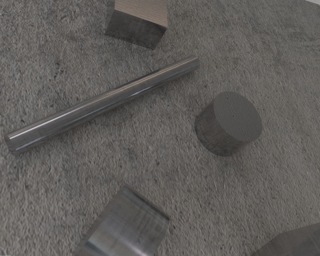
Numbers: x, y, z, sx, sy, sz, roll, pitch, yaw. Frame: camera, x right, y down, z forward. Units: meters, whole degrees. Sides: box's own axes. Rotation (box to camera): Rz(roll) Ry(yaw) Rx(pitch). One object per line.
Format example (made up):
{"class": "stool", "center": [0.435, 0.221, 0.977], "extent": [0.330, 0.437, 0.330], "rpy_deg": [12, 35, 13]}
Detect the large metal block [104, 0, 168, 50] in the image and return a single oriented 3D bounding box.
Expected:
{"class": "large metal block", "center": [-0.037, -0.177, 0.476], "extent": [0.081, 0.050, 0.080], "rpy_deg": [12, 57, -22]}

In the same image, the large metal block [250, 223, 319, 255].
{"class": "large metal block", "center": [0.159, 0.155, 0.359], "extent": [0.081, 0.080, 0.050], "rpy_deg": [-17, 71, -35]}

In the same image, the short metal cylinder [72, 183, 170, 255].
{"class": "short metal cylinder", "center": [-0.036, 0.099, 0.289], "extent": [0.050, 0.080, 0.080], "rpy_deg": [38, 51, -3]}

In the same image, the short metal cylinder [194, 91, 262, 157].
{"class": "short metal cylinder", "center": [0.097, -0.005, 0.443], "extent": [0.081, 0.050, 0.080], "rpy_deg": [14, 56, -21]}

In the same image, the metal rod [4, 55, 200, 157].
{"class": "metal rod", "center": [-0.048, -0.044, 0.404], "extent": [0.302, 0.025, 0.025], "rpy_deg": [-31, 79, -38]}
